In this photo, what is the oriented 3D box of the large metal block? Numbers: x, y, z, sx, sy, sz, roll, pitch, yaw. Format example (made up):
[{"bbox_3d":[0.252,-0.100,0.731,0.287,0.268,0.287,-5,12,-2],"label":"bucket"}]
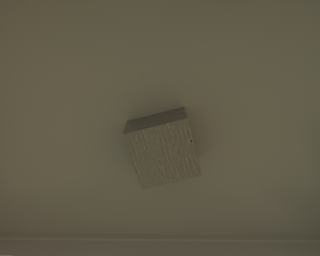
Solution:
[{"bbox_3d":[0.004,0.026,0.407,0.080,0.050,0.080,-14,110,5],"label":"large metal block"}]
